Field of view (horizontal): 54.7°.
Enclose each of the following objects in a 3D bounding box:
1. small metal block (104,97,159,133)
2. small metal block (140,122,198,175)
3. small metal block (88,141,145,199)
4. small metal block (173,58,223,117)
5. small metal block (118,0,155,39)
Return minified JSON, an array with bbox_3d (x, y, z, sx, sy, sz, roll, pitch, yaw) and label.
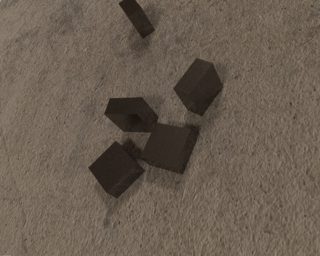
[{"bbox_3d":[-0.037,-0.017,0.416,0.050,0.050,0.025,1,62,28],"label":"small metal block"},{"bbox_3d":[0.011,0.024,0.382,0.050,0.025,0.050,12,67,32],"label":"small metal block"},{"bbox_3d":[-0.056,0.053,0.399,0.050,0.025,0.050,-45,51,-4],"label":"small metal block"},{"bbox_3d":[0.050,-0.051,0.392,0.025,0.050,0.050,29,78,37],"label":"small metal block"},{"bbox_3d":[-0.039,-0.187,0.521,0.025,0.050,0.050,-35,52,5],"label":"small metal block"}]
